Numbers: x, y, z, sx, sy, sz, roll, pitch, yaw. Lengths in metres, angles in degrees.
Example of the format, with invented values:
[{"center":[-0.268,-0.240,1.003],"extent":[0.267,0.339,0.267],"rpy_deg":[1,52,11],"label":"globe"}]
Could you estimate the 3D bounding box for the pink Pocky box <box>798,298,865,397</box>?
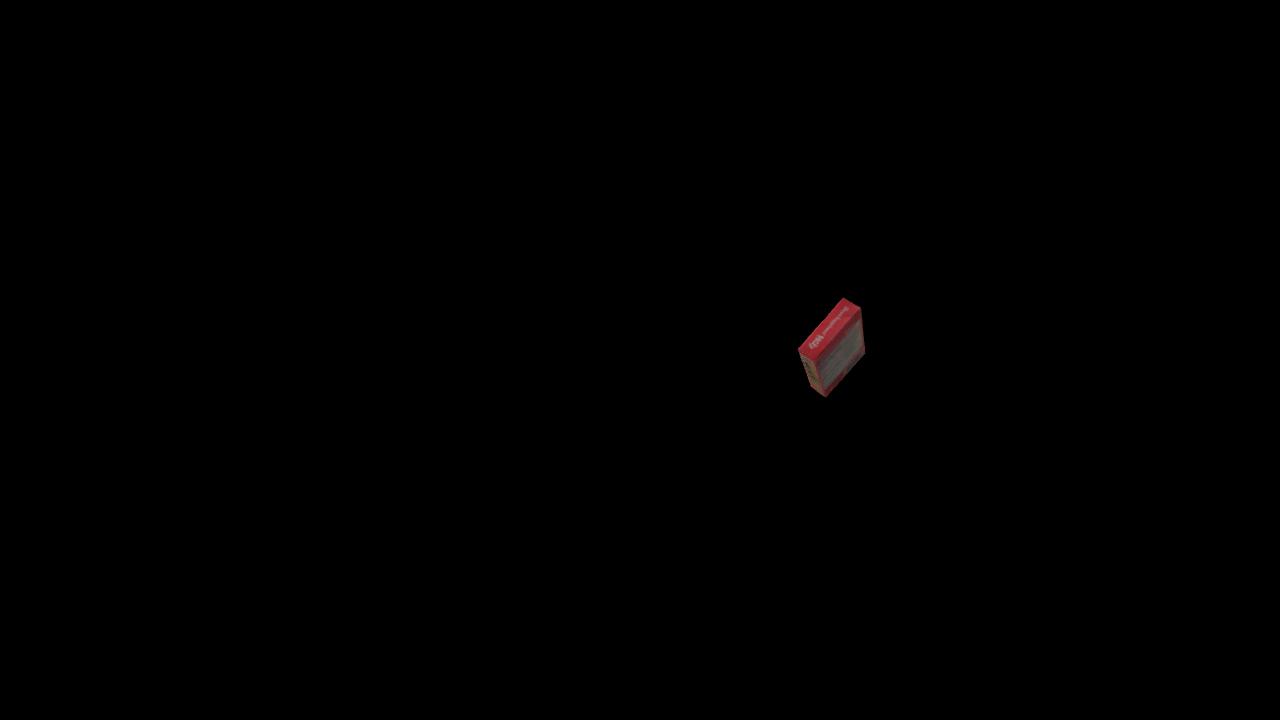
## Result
[{"center":[0.244,-0.011,0.775],"extent":[0.029,0.084,0.155],"rpy_deg":[41,-1,28],"label":"pink Pocky box"}]
